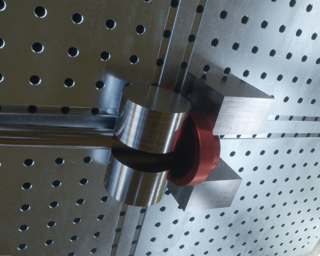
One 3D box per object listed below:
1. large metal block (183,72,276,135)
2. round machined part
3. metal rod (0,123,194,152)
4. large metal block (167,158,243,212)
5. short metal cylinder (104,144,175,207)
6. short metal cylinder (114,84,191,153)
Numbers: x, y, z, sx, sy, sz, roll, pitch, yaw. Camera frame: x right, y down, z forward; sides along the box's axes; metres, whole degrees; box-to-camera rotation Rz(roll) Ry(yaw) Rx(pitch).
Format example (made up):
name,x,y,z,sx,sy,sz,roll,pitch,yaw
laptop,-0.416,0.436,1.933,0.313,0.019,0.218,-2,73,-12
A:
name,x,y,z,sx,sy,sz,roll,pitch,yaw
large metal block,0.085,-0.033,0.402,0.081,0.080,0.050,0,119,-28
round machined part,0.041,0.025,0.401,0.042,0.098,0.097,1,118,-29
metal rod,-0.097,0.011,0.350,0.302,0.025,0.025,4,117,-26
large metal block,0.057,0.073,0.452,0.081,0.080,0.050,3,117,-30
short metal cylinder,-0.027,0.053,0.393,0.081,0.080,0.050,1,118,-29
short metal cylinder,-0.009,-0.013,0.362,0.081,0.080,0.050,1,119,-29
